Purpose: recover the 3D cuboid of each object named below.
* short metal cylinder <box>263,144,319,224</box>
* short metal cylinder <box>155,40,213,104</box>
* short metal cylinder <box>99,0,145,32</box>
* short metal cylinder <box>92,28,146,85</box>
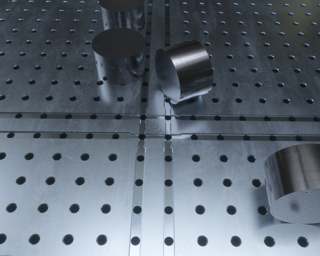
[{"bbox_3d":[0.153,0.060,0.323,0.080,0.080,0.050,3,50,2],"label":"short metal cylinder"},{"bbox_3d":[0.032,-0.079,0.439,0.050,0.080,0.080,-20,53,-16],"label":"short metal cylinder"},{"bbox_3d":[-0.068,-0.212,0.568,0.081,0.050,0.080,0,50,0],"label":"short metal cylinder"},{"bbox_3d":[-0.062,-0.113,0.486,0.081,0.050,0.080,0,50,0],"label":"short metal cylinder"}]
